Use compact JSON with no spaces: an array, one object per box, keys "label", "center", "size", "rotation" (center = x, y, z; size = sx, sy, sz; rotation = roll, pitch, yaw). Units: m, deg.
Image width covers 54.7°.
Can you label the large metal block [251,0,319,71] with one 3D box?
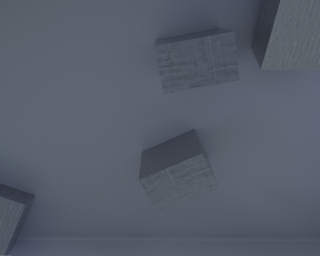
[{"label":"large metal block","center":[0.156,-0.112,0.345],"size":[0.081,0.050,0.079],"rotation":[1,132,-1]}]

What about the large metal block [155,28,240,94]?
[{"label":"large metal block","center":[0.039,-0.080,0.353],"size":[0.080,0.080,0.050],"rotation":[-10,110,3]}]

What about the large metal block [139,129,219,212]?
[{"label":"large metal block","center":[0.022,0.052,0.402],"size":[0.080,0.080,0.050],"rotation":[-24,109,8]}]

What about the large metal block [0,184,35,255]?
[{"label":"large metal block","center":[-0.233,0.123,0.427],"size":[0.080,0.050,0.080],"rotation":[22,88,-8]}]
